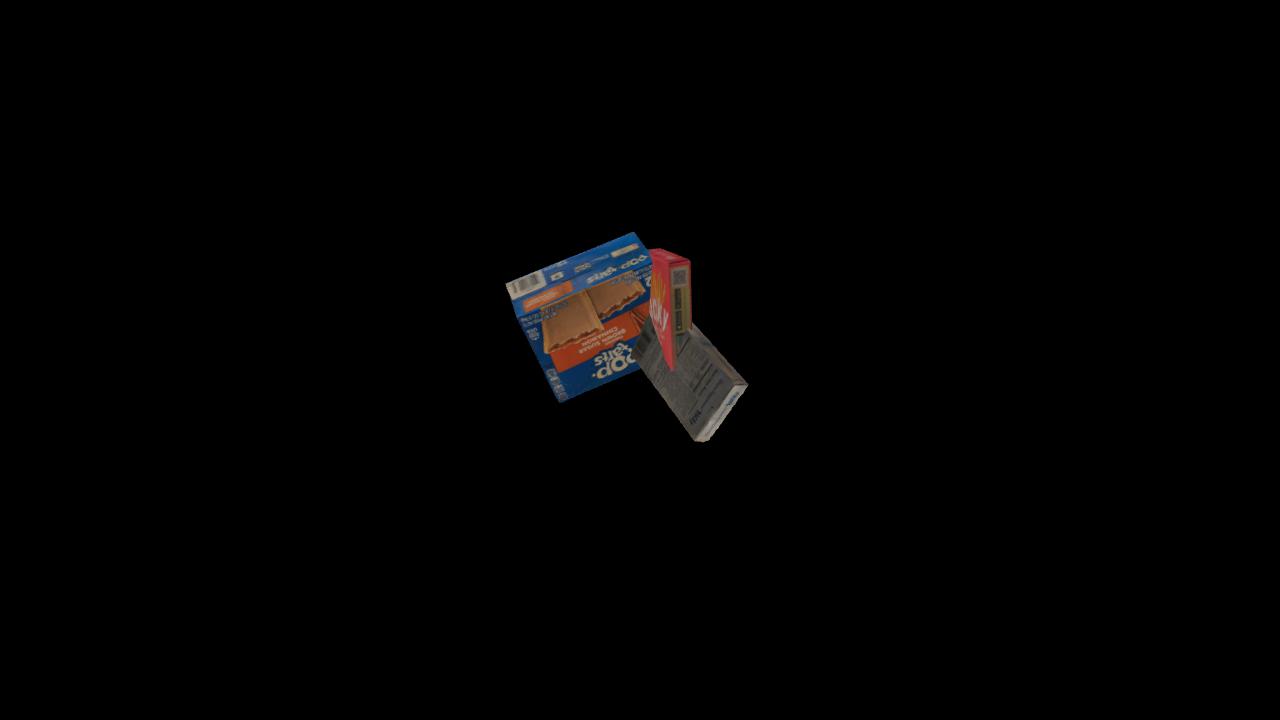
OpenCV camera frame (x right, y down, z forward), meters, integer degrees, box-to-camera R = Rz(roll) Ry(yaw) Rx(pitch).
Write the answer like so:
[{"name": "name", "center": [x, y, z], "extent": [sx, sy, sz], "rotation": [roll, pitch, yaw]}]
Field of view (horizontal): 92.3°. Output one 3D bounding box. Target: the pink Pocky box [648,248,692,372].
[{"name": "pink Pocky box", "center": [0.031, -0.044, 0.696], "extent": [0.029, 0.155, 0.084], "rotation": [-10, 22, -18]}]

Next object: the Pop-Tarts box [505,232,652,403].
[{"name": "Pop-Tarts box", "center": [-0.052, -0.050, 0.736], "extent": [0.167, 0.141, 0.083], "rotation": [-22, 41, -4]}]

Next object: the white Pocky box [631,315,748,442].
[{"name": "white Pocky box", "center": [0.047, 0.007, 0.679], "extent": [0.028, 0.084, 0.154], "rotation": [3, 38, -41]}]
